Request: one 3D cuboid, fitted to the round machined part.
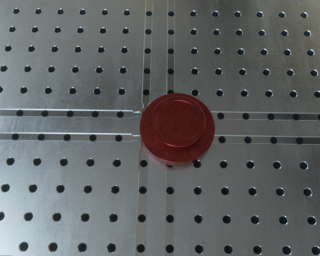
[{"bbox_3d":[0.023,-0.002,0.404,0.099,0.042,0.098,0,70,0],"label":"round machined part"}]
